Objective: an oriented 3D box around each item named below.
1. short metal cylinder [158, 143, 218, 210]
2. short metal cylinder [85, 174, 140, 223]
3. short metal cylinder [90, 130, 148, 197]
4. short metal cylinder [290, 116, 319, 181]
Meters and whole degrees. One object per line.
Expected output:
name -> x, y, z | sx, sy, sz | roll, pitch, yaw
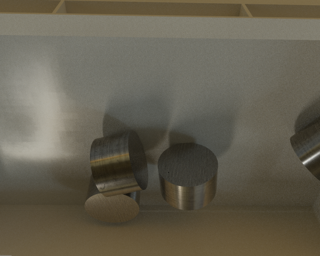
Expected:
short metal cylinder -> 0.039, 0.066, 0.430 | 0.080, 0.080, 0.050 | -3, 130, 2
short metal cylinder -> -0.071, 0.102, 0.477 | 0.081, 0.050, 0.079 | 0, 132, 0
short metal cylinder -> -0.052, 0.047, 0.413 | 0.050, 0.080, 0.080 | -13, 129, 10
short metal cylinder -> 0.217, 0.028, 0.400 | 0.080, 0.080, 0.050 | 29, 124, -23
